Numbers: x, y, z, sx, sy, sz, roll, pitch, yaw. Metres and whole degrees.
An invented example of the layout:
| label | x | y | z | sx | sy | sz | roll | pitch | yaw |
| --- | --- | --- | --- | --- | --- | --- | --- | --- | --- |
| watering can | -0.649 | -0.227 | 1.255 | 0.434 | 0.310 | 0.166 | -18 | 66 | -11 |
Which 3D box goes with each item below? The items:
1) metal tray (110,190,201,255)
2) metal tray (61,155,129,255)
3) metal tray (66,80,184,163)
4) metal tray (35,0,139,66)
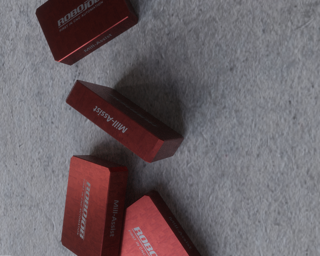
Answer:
| label | x | y | z | sx | sy | sz | roll | pitch | yaw |
| --- | --- | --- | --- | --- | --- | --- | --- | --- | --- |
| metal tray | -0.008 | 0.161 | 0.408 | 0.090 | 0.030 | 0.130 | -39 | 78 | 15 |
| metal tray | -0.091 | 0.108 | 0.420 | 0.090 | 0.030 | 0.129 | 10 | 93 | 42 |
| metal tray | -0.041 | -0.010 | 0.387 | 0.130 | 0.090 | 0.030 | 35 | 101 | 16 |
| metal tray | -0.106 | -0.160 | 0.443 | 0.130 | 0.030 | 0.090 | -27 | 82 | 17 |
